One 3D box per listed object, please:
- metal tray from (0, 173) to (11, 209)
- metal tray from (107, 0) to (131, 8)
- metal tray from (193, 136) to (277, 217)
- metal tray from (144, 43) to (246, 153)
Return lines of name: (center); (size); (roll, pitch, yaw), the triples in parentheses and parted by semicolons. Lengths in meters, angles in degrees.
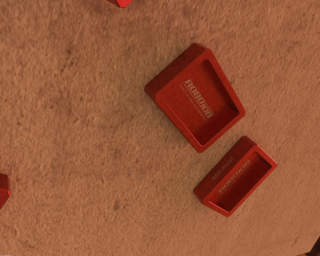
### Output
metal tray: (-0.240, 0.074, 0.319); (0.131, 0.030, 0.090); (29, 102, -38)
metal tray: (-0.015, -0.179, 0.255); (0.130, 0.030, 0.090); (-48, 150, -5)
metal tray: (0.130, 0.086, 0.530); (0.130, 0.030, 0.090); (-49, 129, 6)
metal tray: (0.051, -0.035, 0.411); (0.090, 0.030, 0.130); (-42, 130, 0)
